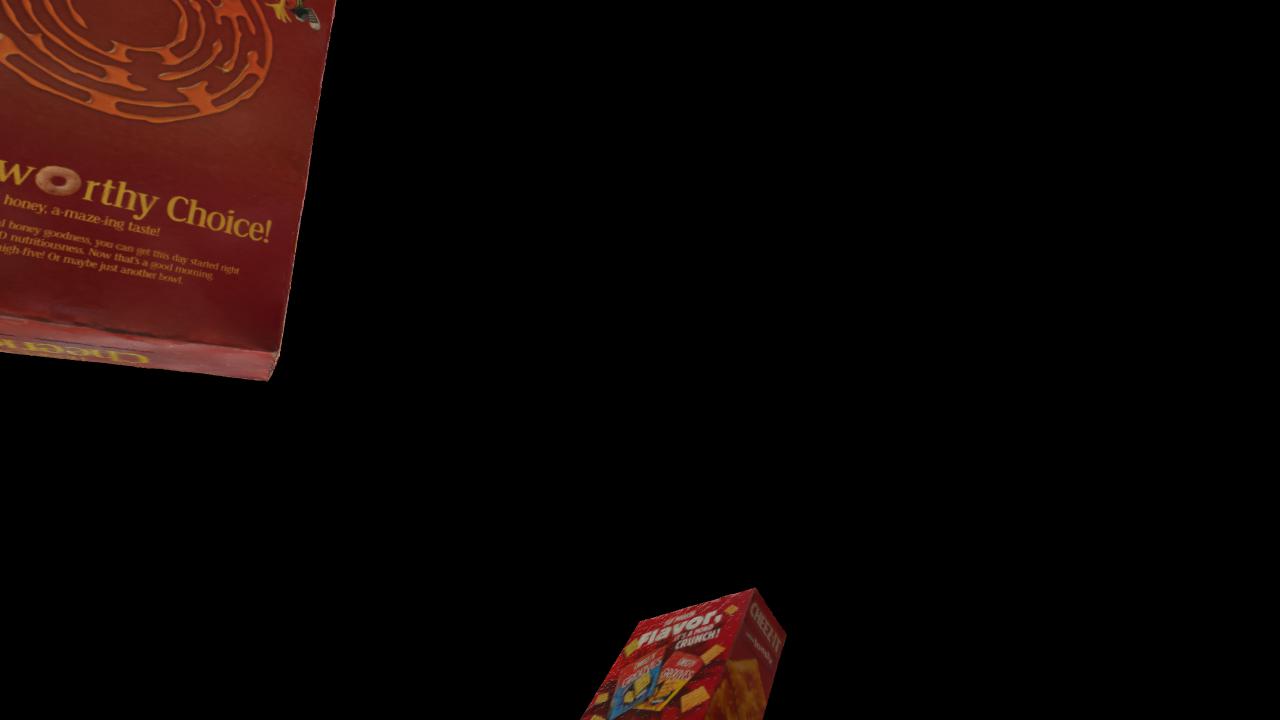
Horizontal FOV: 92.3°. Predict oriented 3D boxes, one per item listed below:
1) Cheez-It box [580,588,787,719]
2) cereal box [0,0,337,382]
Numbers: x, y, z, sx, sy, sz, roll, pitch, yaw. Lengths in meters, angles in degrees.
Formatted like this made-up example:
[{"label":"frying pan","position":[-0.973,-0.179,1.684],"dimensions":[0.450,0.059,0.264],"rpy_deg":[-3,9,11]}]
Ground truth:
[{"label":"Cheez-It box","position":[0.028,0.323,0.565],"dimensions":[0.166,0.071,0.223],"rpy_deg":[-31,6,32]},{"label":"cereal box","position":[-0.306,-0.152,0.362],"dimensions":[0.203,0.306,0.081],"rpy_deg":[10,-21,-33]}]
